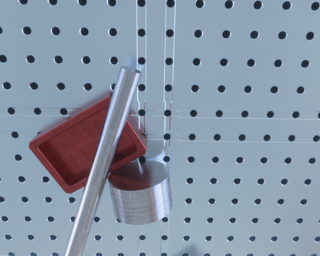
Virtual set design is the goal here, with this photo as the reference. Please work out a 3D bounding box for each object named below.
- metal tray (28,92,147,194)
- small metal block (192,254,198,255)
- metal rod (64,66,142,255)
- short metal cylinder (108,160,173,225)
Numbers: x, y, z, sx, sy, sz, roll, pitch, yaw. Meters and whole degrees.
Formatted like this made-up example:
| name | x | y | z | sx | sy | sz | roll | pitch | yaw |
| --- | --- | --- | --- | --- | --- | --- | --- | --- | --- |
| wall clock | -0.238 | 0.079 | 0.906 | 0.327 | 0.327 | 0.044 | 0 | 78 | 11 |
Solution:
| name | x | y | z | sx | sy | sz | roll | pitch | yaw |
| --- | --- | --- | --- | --- | --- | --- | --- | --- | --- |
| metal tray | -0.094 | 0.022 | 0.417 | 0.130 | 0.030 | 0.090 | -29 | 108 | 9 |
| small metal block | 0.054 | 0.241 | 0.503 | 0.050 | 0.025 | 0.050 | -35 | 107 | 11 |
| metal rod | -0.082 | 0.065 | 0.403 | 0.025 | 0.025 | 0.298 | 18 | 109 | -7 |
| short metal cylinder | -0.025 | 0.084 | 0.415 | 0.080 | 0.080 | 0.050 | -6 | 110 | 2 |
